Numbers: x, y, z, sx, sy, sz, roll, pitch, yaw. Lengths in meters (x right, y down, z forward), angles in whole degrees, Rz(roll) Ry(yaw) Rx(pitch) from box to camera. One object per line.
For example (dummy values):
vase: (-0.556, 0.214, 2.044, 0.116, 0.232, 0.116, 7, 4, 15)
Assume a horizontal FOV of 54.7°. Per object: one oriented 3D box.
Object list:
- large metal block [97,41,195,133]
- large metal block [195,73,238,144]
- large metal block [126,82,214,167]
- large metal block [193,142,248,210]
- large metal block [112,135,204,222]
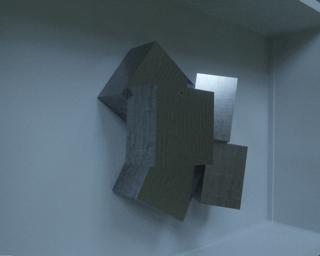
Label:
large metal block: (-0.014, -0.045, 0.379, 0.080, 0.050, 0.080, 44, 64, -32)
large metal block: (0.068, -0.021, 0.420, 0.080, 0.050, 0.080, 63, 36, -81)
large metal block: (0.012, -0.001, 0.333, 0.081, 0.050, 0.080, 3, 87, -39)
large metal block: (0.080, 0.064, 0.430, 0.050, 0.080, 0.080, 9, 82, 0)
large metal block: (0.000, 0.061, 0.387, 0.080, 0.050, 0.080, 37, 67, -34)
